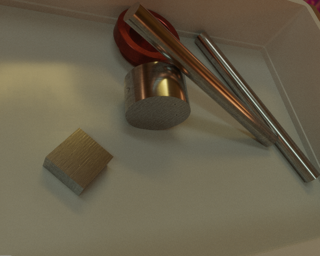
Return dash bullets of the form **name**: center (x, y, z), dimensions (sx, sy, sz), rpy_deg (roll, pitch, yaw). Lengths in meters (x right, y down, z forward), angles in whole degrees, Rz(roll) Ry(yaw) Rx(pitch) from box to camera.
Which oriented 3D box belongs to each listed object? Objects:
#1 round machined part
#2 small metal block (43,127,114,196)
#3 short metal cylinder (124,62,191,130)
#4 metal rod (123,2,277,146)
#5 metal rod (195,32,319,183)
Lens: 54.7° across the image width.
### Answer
- **round machined part**: center (-0.023, -0.128, 0.462), dimensions (0.099, 0.042, 0.098), rpy_deg (14, 56, -21)
- **small metal block**: center (-0.088, 0.036, 0.337), dimensions (0.050, 0.025, 0.050), rpy_deg (41, 51, -1)
- **short metal cylinder**: center (-0.004, -0.038, 0.393), dimensions (0.081, 0.080, 0.050), rpy_deg (8, 58, -24)
- **metal rod**: center (0.073, -0.052, 0.409), dimensions (0.301, 0.025, 0.025), rpy_deg (34, 48, -34)
- **metal rod**: center (0.157, -0.040, 0.517), dimensions (0.025, 0.025, 0.299), rpy_deg (-28, 77, -37)
